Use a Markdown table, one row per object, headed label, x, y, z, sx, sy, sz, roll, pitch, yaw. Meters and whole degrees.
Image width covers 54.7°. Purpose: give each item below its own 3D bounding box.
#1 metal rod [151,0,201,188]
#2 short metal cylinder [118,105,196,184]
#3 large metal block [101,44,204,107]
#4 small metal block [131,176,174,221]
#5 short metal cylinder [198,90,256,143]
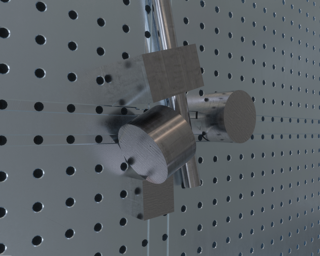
| label | x | y | z | sx | sy | sz | roll | pitch | yaw |
| --- | --- | --- | --- | --- | --- | --- | --- | --- | --- |
| metal rod | 0.020 | -0.063 | 0.426 | 0.025 | 0.025 | 0.298 | -18 | 101 | -39 |
| short metal cylinder | -0.004 | 0.019 | 0.370 | 0.050 | 0.080 | 0.080 | -35 | 112 | -35 |
| large metal block | -0.009 | -0.062 | 0.366 | 0.081 | 0.080 | 0.050 | -22 | 105 | -38 |
| small metal block | -0.009 | 0.087 | 0.402 | 0.050 | 0.025 | 0.050 | -3 | 92 | -40 |
| short metal cylinder | 0.105 | -0.017 | 0.481 | 0.081 | 0.050 | 0.079 | 0 | 90 | -40 |
